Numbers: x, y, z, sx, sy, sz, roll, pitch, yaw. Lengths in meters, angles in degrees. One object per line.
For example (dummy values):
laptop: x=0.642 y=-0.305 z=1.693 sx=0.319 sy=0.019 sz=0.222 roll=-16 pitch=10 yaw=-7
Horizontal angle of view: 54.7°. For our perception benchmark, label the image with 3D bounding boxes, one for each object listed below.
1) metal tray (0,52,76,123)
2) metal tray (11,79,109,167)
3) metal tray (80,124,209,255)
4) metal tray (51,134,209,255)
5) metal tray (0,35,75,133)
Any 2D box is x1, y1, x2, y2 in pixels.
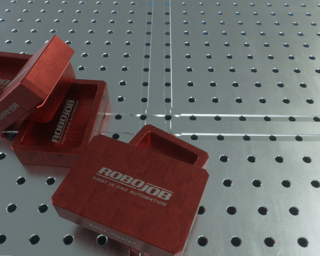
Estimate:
metal tray: x=-0.191 y=-0.058 z=0.410 sx=0.131 sy=0.030 sz=0.090 roll=8 pitch=53 yaw=11
metal tray: x=-0.126 y=-0.012 z=0.412 sx=0.091 sy=0.030 sz=0.130 roll=4 pitch=50 yaw=3
metal tray: x=-0.014 y=0.062 z=0.351 sx=0.090 sy=0.030 sz=0.131 roll=26 pitch=55 yaw=20
metal tray: x=-0.027 y=0.065 z=0.310 sx=0.130 sy=0.030 sz=0.090 roll=18 pitch=52 yaw=14
metal tray: x=-0.171 y=-0.053 z=0.395 sx=0.130 sy=0.030 sz=0.090 roll=-24 pitch=38 yaw=37
